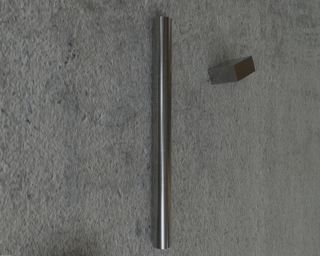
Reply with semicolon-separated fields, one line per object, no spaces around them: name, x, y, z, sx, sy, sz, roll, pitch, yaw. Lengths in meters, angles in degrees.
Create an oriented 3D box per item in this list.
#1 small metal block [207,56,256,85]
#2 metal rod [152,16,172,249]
small metal block;0.112;-0.090;0.485;0.050;0.050;0.025;-31;110;-36
metal rod;0.003;0.006;0.409;0.025;0.025;0.298;0;90;-40
